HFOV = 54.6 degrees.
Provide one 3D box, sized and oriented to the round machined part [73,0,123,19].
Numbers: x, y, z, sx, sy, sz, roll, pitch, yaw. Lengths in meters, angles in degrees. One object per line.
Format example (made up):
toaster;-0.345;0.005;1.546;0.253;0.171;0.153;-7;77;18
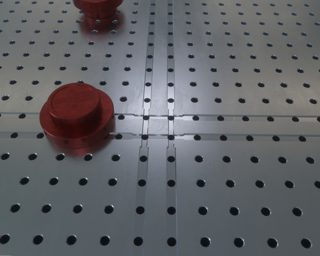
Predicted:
round machined part;-0.120;-0.251;0.607;0.099;0.042;0.098;0;50;0

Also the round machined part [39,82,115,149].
round machined part;-0.112;-0.024;0.416;0.099;0.042;0.098;0;50;0
